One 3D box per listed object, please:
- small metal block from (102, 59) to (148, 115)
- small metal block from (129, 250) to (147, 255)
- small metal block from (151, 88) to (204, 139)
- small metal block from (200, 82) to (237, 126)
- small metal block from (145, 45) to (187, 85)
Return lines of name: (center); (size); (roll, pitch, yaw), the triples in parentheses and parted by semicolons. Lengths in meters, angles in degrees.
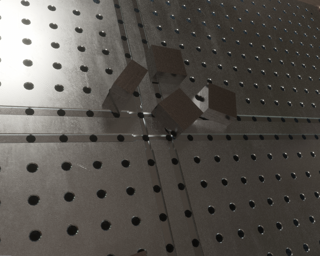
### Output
small metal block: (-0.045, -0.052, 0.401); (0.025, 0.050, 0.050); (34, 51, -7)
small metal block: (-0.033, 0.153, 0.298); (0.050, 0.025, 0.050); (-7, 65, -31)
small metal block: (0.025, -0.021, 0.436); (0.050, 0.025, 0.050); (47, 51, 4)
small metal block: (0.090, -0.037, 0.481); (0.050, 0.025, 0.050); (18, 55, -18)
small metal block: (0.009, -0.096, 0.473); (0.050, 0.025, 0.050); (3, 60, -27)
